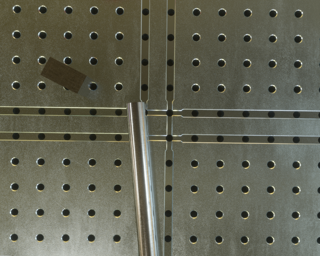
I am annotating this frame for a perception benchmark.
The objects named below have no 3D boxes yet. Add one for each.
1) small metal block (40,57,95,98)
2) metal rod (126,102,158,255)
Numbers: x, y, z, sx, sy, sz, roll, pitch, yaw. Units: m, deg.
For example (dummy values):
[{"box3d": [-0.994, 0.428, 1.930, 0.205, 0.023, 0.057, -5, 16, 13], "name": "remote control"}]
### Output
[{"box3d": [-0.117, -0.064, 0.400, 0.050, 0.050, 0.025, 27, 90, 0], "name": "small metal block"}, {"box3d": [-0.020, 0.115, 0.413, 0.025, 0.025, 0.298, -5, 90, 0], "name": "metal rod"}]
